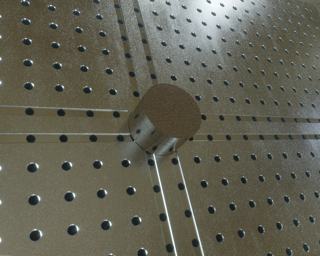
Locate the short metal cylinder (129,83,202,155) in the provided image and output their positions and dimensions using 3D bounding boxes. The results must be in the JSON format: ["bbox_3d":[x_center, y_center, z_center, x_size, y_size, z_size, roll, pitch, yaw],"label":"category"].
[{"bbox_3d":[0.006,-0.011,0.403,0.081,0.050,0.080,14,56,-21],"label":"short metal cylinder"}]
